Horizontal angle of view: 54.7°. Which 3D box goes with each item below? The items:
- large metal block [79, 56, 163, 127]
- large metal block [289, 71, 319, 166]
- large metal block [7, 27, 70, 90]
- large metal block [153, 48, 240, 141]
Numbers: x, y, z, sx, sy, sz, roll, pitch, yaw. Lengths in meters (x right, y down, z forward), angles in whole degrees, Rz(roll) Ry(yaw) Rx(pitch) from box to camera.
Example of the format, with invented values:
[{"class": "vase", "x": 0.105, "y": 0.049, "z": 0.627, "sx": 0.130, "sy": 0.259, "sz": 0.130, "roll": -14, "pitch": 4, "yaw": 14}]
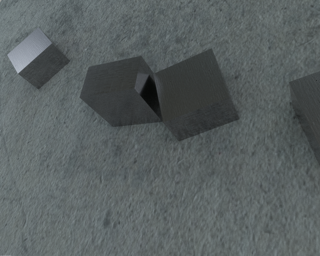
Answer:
[{"class": "large metal block", "x": -0.046, "y": -0.045, "z": 0.419, "sx": 0.080, "sy": 0.080, "sz": 0.050, "roll": -6, "pitch": 59, "yaw": 25}, {"class": "large metal block", "x": 0.183, "y": -0.015, "z": 0.301, "sx": 0.080, "sy": 0.050, "sz": 0.080, "roll": -20, "pitch": 54, "yaw": 16}, {"class": "large metal block", "x": -0.231, "y": -0.133, "z": 0.587, "sx": 0.080, "sy": 0.050, "sz": 0.080, "roll": -43, "pitch": 51, "yaw": -2}, {"class": "large metal block", "x": 0.044, "y": -0.041, "z": 0.389, "sx": 0.080, "sy": 0.050, "sz": 0.080, "roll": -21, "pitch": 54, "yaw": 15}]
